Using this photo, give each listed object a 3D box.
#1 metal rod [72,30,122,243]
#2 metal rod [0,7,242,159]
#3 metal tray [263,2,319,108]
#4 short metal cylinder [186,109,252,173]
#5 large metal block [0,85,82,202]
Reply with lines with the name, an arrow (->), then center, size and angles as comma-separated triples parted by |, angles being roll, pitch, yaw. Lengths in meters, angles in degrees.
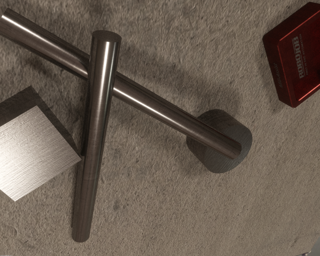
metal rod -> -0.079, 0.036, 0.354 | 0.025, 0.025, 0.298 | -5, 131, -26
metal rod -> -0.021, -0.033, 0.341 | 0.301, 0.025, 0.025 | 28, 103, -27
metal tray -> 0.209, -0.103, 0.456 | 0.090, 0.030, 0.130 | -37, 130, -4
short metal cylinder -> 0.086, 0.019, 0.452 | 0.081, 0.050, 0.079 | -14, 125, -21
large metal block -> -0.143, 0.016, 0.323 | 0.080, 0.050, 0.080 | -33, 129, -7
